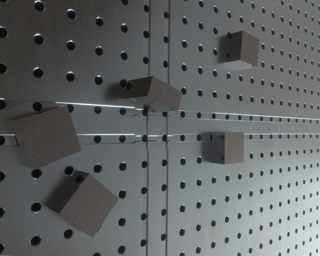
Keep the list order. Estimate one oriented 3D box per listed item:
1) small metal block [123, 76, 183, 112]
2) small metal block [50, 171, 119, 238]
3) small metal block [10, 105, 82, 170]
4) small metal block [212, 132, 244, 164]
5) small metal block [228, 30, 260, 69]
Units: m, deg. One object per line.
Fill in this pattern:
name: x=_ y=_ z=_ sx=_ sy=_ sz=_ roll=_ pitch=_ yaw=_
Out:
small metal block: x=-0.009 y=-0.040 z=0.387 sx=0.050 sy=0.050 sz=0.025 roll=23 pitch=75 yaw=-38
small metal block: x=-0.082 y=0.083 z=0.342 sx=0.050 sy=0.025 sz=0.050 roll=49 pitch=61 yaw=-29
small metal block: x=-0.115 y=0.008 z=0.314 sx=0.050 sy=0.025 sz=0.050 roll=-24 pitch=105 yaw=-38
small metal block: x=0.112 y=0.032 z=0.506 sx=0.050 sy=0.025 sz=0.050 roll=0 pitch=90 yaw=-40
small metal block: x=0.145 y=-0.133 z=0.533 sx=0.050 sy=0.025 sz=0.050 roll=9 pitch=84 yaw=-40
